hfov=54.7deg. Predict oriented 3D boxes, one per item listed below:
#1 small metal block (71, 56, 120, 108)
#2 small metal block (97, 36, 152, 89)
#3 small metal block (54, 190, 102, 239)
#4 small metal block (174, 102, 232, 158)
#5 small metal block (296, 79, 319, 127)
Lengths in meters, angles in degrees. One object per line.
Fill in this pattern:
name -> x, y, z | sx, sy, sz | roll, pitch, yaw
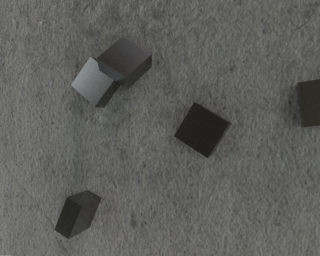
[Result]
small metal block -> -0.089, -0.064, 0.439 | 0.050, 0.025, 0.050 | 41, 103, 15
small metal block -> -0.046, -0.087, 0.411 | 0.050, 0.025, 0.050 | 35, 65, 16
small metal block -> -0.114, 0.120, 0.434 | 0.025, 0.050, 0.050 | 25, 98, 18
small metal block -> 0.054, 0.002, 0.389 | 0.050, 0.025, 0.050 | 33, 100, 16
small metal block -> 0.183, -0.029, 0.345 | 0.050, 0.025, 0.050 | -8, 87, 19
